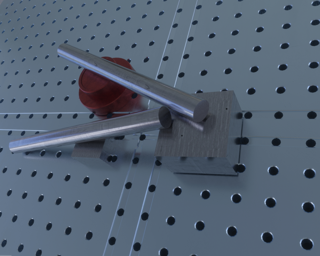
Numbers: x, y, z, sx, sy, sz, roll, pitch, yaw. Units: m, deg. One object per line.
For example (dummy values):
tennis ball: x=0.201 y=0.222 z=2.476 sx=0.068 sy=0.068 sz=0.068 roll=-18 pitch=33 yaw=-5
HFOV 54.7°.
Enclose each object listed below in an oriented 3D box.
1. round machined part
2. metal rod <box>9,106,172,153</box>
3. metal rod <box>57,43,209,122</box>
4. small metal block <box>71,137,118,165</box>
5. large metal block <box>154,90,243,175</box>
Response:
round machined part: x=-0.087 y=-0.073 z=0.485 sx=0.098 sy=0.042 sz=0.098 roll=-13 pitch=56 yaw=20
metal rod: x=-0.116 y=0.009 z=0.426 sx=0.300 sy=0.025 sz=0.025 roll=-10 pitch=57 yaw=35
metal rod: x=-0.058 y=-0.073 z=0.420 sx=0.300 sy=0.025 sz=0.025 roll=29 pitch=77 yaw=40
small metal block: x=-0.092 y=0.024 z=0.440 sx=0.050 sy=0.025 sz=0.050 roll=0 pitch=62 yaw=27
large metal block: x=0.047 y=0.006 z=0.359 sx=0.080 sy=0.050 sz=0.080 roll=-2 pitch=61 yaw=27
